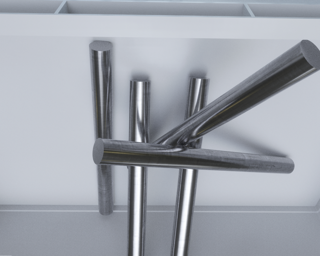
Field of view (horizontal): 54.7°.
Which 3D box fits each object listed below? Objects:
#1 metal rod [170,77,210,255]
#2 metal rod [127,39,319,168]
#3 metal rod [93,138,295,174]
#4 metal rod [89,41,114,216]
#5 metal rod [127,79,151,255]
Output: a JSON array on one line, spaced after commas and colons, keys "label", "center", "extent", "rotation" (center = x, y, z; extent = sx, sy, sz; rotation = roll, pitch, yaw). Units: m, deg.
[{"label": "metal rod", "center": [0.034, 0.084, 0.402], "extent": [0.025, 0.025, 0.298], "rotation": [4, 106, -3]}, {"label": "metal rod", "center": [0.036, 0.001, 0.339], "extent": [0.025, 0.025, 0.299], "rotation": [25, 148, -20]}, {"label": "metal rod", "center": [0.065, 0.039, 0.375], "extent": [0.302, 0.025, 0.025], "rotation": [8, 133, -35]}, {"label": "metal rod", "center": [-0.077, 0.025, 0.429], "extent": [0.025, 0.025, 0.298], "rotation": [4, 130, -4]}, {"label": "metal rod", "center": [-0.029, 0.088, 0.403], "extent": [0.025, 0.025, 0.298], "rotation": [2, 105, -2]}]
